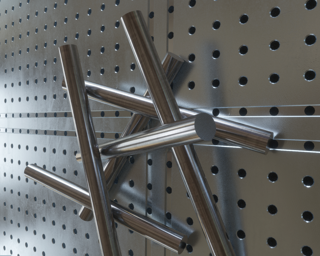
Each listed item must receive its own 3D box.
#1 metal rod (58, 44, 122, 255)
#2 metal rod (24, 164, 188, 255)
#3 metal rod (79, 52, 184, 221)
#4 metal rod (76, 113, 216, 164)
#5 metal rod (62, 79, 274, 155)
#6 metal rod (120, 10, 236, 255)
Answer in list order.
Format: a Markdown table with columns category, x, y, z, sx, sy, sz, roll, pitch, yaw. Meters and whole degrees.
| category | x | y | z | sx | sy | sz | roll | pitch | yaw |
| --- | --- | --- | --- | --- | --- | --- | --- | --- | --- |
| metal rod | -0.094 | 0.037 | 0.418 | 0.025 | 0.025 | 0.299 | -13 | 89 | 39 |
| metal rod | -0.097 | 0.110 | 0.461 | 0.300 | 0.025 | 0.025 | 16 | 100 | 29 |
| metal rod | -0.051 | 0.027 | 0.452 | 0.025 | 0.025 | 0.298 | 46 | 117 | 30 |
| metal rod | -0.044 | 0.023 | 0.391 | 0.299 | 0.025 | 0.025 | -16 | 79 | 55 |
| metal rod | -0.012 | -0.025 | 0.391 | 0.300 | 0.025 | 0.025 | 18 | 102 | 29 |
| metal rod | 0.022 | 0.015 | 0.346 | 0.025 | 0.025 | 0.299 | -21 | 91 | 38 |
